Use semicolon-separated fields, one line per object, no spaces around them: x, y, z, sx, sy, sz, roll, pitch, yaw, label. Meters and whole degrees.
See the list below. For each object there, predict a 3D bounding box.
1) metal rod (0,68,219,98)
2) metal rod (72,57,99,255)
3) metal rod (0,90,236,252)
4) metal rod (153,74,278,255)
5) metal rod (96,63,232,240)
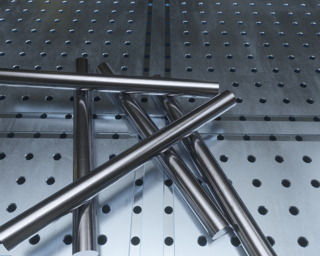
-0.072;-0.062;0.426;0.302;0.025;0.025;4;50;2;metal rod
-0.098;0.011;0.396;0.025;0.025;0.300;-7;50;-7;metal rod
-0.027;0.032;0.347;0.302;0.025;0.025;-31;57;-24;metal rod
0.051;0.035;0.378;0.025;0.025;0.300;-18;52;-15;metal rod
-0.012;0.008;0.400;0.025;0.025;0.300;-24;54;-19;metal rod
